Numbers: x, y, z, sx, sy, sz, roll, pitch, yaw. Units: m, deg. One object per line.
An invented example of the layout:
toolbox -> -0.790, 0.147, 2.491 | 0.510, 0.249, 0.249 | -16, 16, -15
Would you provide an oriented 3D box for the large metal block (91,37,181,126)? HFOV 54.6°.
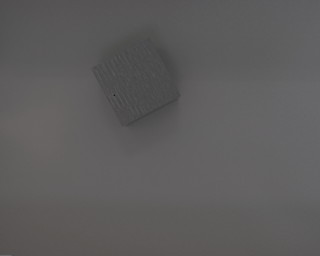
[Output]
large metal block -> -0.029, -0.056, 0.399 | 0.080, 0.050, 0.080 | -28, 90, 0
